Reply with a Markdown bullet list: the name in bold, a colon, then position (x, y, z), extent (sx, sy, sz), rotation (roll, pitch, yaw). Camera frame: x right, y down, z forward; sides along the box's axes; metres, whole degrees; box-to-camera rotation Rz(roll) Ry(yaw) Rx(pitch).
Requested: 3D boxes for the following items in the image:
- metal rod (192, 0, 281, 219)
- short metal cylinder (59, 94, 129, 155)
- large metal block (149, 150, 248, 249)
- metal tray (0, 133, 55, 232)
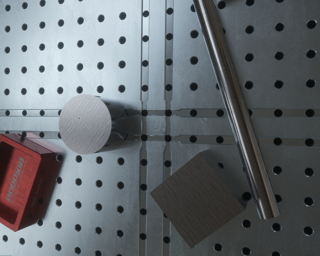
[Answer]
- **metal rod**: position (0.089, -0.039, 0.380), extent (0.025, 0.025, 0.298), rotation (-18, 84, 19)
- **short metal cylinder**: position (-0.091, -0.005, 0.430), extent (0.080, 0.050, 0.079), rotation (0, 90, 19)
- **large metal block**: position (0.049, 0.084, 0.382), extent (0.080, 0.050, 0.080), rotation (-42, 77, 15)
- **metal tray**: position (-0.228, 0.083, 0.488), extent (0.090, 0.030, 0.129), rotation (23, 97, 18)
